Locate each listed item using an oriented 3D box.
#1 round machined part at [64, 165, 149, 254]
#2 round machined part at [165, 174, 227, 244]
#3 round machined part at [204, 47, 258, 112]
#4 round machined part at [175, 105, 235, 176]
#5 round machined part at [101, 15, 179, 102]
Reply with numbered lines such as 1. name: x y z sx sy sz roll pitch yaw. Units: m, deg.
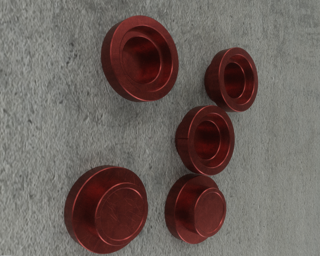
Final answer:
1. round machined part: -0.052 0.093 0.350 0.099 0.042 0.097 0 90 -40
2. round machined part: 0.057 0.116 0.442 0.099 0.042 0.097 0 90 -40
3. round machined part: 0.107 -0.073 0.483 0.099 0.042 0.097 0 90 -40
4. round machined part: 0.060 0.017 0.444 0.099 0.042 0.097 0 90 -40
5. round machined part: -0.027 -0.079 0.370 0.099 0.042 0.097 0 90 -40
